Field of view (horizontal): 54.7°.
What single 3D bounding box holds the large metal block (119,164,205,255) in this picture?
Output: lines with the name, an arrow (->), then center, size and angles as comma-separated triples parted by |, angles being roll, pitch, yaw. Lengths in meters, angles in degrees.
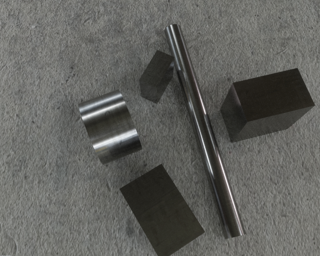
large metal block -> 0.001, 0.095, 0.344 | 0.050, 0.080, 0.080 | -30, 73, -10

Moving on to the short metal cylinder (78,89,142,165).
short metal cylinder -> -0.060, -0.001, 0.379 | 0.050, 0.080, 0.080 | -22, 72, -8

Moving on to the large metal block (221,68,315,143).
large metal block -> 0.129, -0.025, 0.389 | 0.081, 0.080, 0.050 | -14, 71, -5

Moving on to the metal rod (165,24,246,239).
metal rod -> 0.054, -0.010, 0.412 | 0.025, 0.025, 0.299 | -13, 71, -5

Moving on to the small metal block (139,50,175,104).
small metal block -> -0.004, -0.068, 0.420 | 0.025, 0.050, 0.050 | 26, 72, 9
